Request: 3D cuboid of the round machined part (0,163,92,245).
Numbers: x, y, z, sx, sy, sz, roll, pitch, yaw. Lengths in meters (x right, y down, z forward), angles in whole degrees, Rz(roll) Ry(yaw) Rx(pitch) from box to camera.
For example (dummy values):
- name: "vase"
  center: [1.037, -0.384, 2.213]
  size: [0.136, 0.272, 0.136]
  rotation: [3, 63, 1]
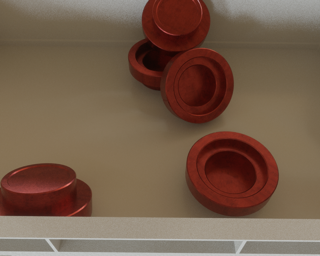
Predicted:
- name: "round machined part"
  center: [-0.118, 0.067, 0.306]
  size: [0.099, 0.042, 0.098]
  rotation: [3, 17, -1]

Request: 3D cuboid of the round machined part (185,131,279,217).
- name: "round machined part"
  center: [0.078, 0.054, 0.350]
  size: [0.099, 0.042, 0.098]
  rotation: [0, 50, 0]

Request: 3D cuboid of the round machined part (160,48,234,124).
- name: "round machined part"
  center: [0.046, -0.057, 0.419]
  size: [0.099, 0.097, 0.042]
  rotation: [-19, 17, -16]

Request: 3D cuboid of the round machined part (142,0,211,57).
- name: "round machined part"
  center: [0.023, -0.155, 0.442]
  size: [0.099, 0.042, 0.097]
  rotation: [0, 82, -2]

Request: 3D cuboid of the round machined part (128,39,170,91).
- name: "round machined part"
  center: [0.002, -0.095, 0.474]
  size: [0.099, 0.042, 0.098]
  rotation: [0, 50, 0]
